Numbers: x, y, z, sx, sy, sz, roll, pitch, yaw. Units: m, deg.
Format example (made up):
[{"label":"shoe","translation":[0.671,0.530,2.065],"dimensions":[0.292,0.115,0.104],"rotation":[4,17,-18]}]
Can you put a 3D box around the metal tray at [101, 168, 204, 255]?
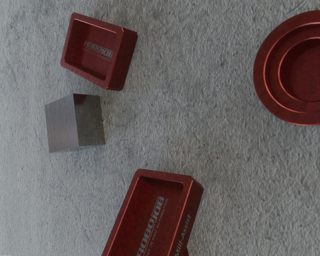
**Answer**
[{"label":"metal tray","translation":[-0.010,0.117,0.367],"dimensions":[0.090,0.030,0.130],"rotation":[2,60,39]}]

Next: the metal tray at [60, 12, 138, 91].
[{"label":"metal tray","translation":[-0.099,-0.120,0.480],"dimensions":[0.130,0.030,0.089],"rotation":[29,108,36]}]

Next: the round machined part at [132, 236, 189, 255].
[{"label":"round machined part","translation":[-0.014,0.171,0.403],"dimensions":[0.098,0.042,0.097],"rotation":[0,90,39]}]

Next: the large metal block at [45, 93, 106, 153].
[{"label":"large metal block","translation":[-0.138,-0.006,0.500],"dimensions":[0.080,0.050,0.080],"rotation":[-13,82,39]}]

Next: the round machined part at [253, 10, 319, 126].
[{"label":"round machined part","translation":[0.139,-0.051,0.279],"dimensions":[0.098,0.042,0.097],"rotation":[0,90,39]}]
